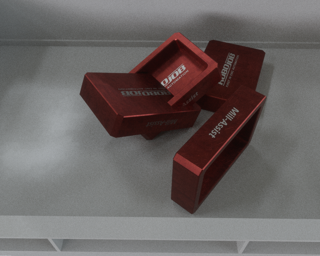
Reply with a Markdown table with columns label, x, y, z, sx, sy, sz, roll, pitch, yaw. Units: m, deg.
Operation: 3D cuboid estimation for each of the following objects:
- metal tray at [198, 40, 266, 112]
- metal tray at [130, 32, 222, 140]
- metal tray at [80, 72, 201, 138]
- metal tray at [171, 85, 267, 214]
| label | x | y | z | sx | sy | sz | roll | pitch | yaw |
| --- | --- | --- | --- | --- | --- | --- | --- | --- | --- |
| metal tray | 0.101 | -0.078 | 0.468 | 0.090 | 0.030 | 0.130 | 16 | 52 | 13 |
| metal tray | 0.005 | -0.058 | 0.415 | 0.130 | 0.030 | 0.090 | -41 | 58 | 0 |
| metal tray | -0.022 | -0.034 | 0.394 | 0.131 | 0.030 | 0.090 | -7 | 43 | -41 |
| metal tray | 0.065 | 0.023 | 0.343 | 0.030 | 0.090 | 0.131 | 32 | 57 | 24 |
